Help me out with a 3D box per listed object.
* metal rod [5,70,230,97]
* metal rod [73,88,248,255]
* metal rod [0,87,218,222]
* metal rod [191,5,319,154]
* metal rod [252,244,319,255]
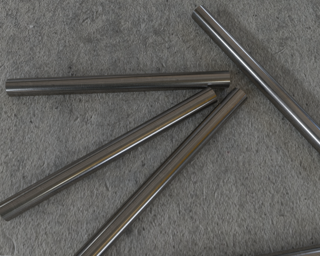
[{"bbox_3d":[-0.056,-0.062,0.429,0.302,0.025,0.025,-2,70,-2],"label":"metal rod"},{"bbox_3d":[0.007,0.057,0.387,0.025,0.025,0.301,41,75,13],"label":"metal rod"},{"bbox_3d":[-0.057,0.027,0.397,0.302,0.025,0.025,-29,73,-11],"label":"metal rod"},{"bbox_3d":[0.147,-0.064,0.433,0.025,0.025,0.300,-35,74,-12],"label":"metal rod"},{"bbox_3d":[0.060,0.165,0.348,0.302,0.025,0.025,-8,70,-4],"label":"metal rod"}]
